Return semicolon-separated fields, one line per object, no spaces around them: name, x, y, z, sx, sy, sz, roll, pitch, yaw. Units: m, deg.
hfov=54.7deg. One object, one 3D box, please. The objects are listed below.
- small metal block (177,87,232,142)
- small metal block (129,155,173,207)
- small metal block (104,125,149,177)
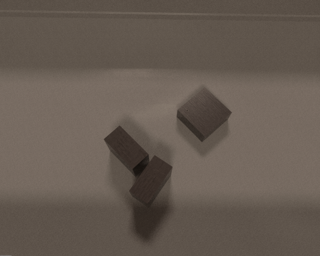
small metal block;0.059;-0.018;0.417;0.050;0.025;0.050;-40;75;-14
small metal block;-0.010;0.066;0.372;0.025;0.050;0.050;33;73;11
small metal block;-0.040;0.030;0.385;0.025;0.050;0.050;-43;76;-14
